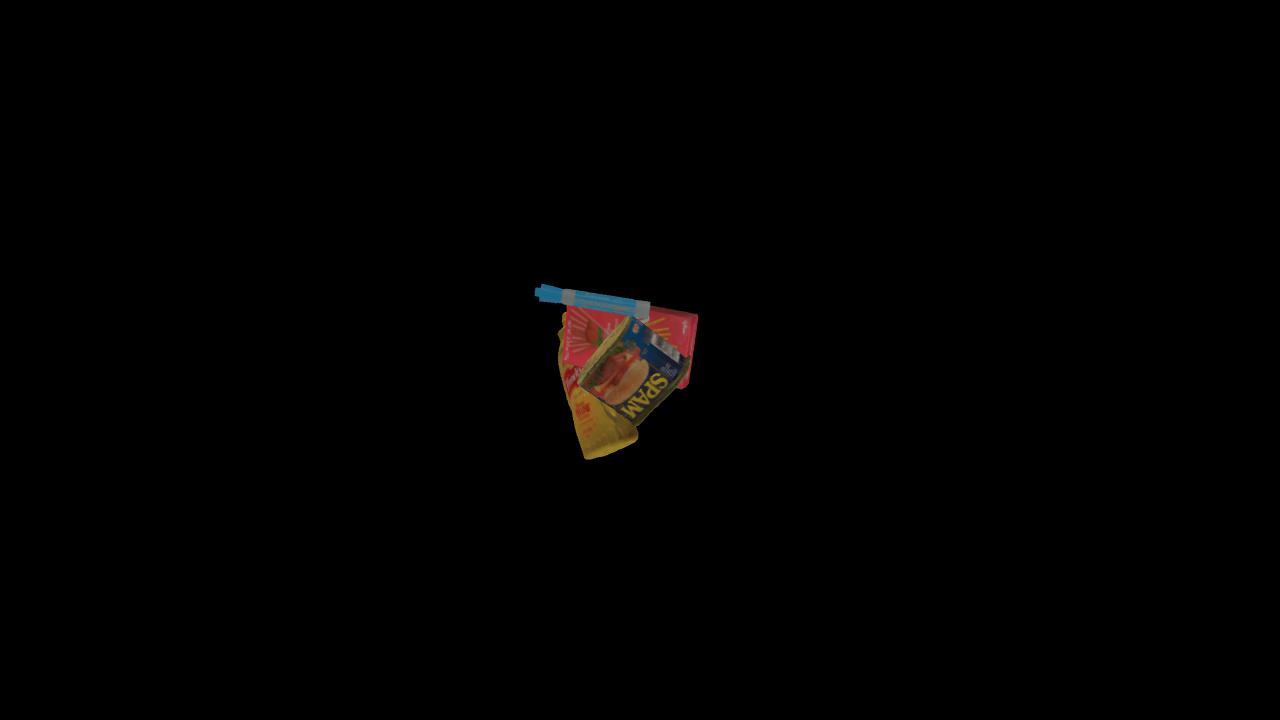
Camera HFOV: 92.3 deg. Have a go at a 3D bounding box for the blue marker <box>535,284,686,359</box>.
[{"bbox_3d":[-0.050,-0.062,0.645,0.121,0.020,0.020,9,-1,-4],"label":"blue marker"}]

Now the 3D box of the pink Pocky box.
[{"bbox_3d":[-0.014,-0.024,0.706,0.155,0.084,0.029,12,16,19],"label":"pink Pocky box"}]

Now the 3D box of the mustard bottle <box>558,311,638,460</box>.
[{"bbox_3d":[-0.062,0.024,0.755,0.054,0.184,0.092,-10,-15,-33],"label":"mustard bottle"}]

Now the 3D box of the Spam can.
[{"bbox_3d":[-0.008,0.011,0.682,0.085,0.101,0.058,36,30,-12],"label":"Spam can"}]
